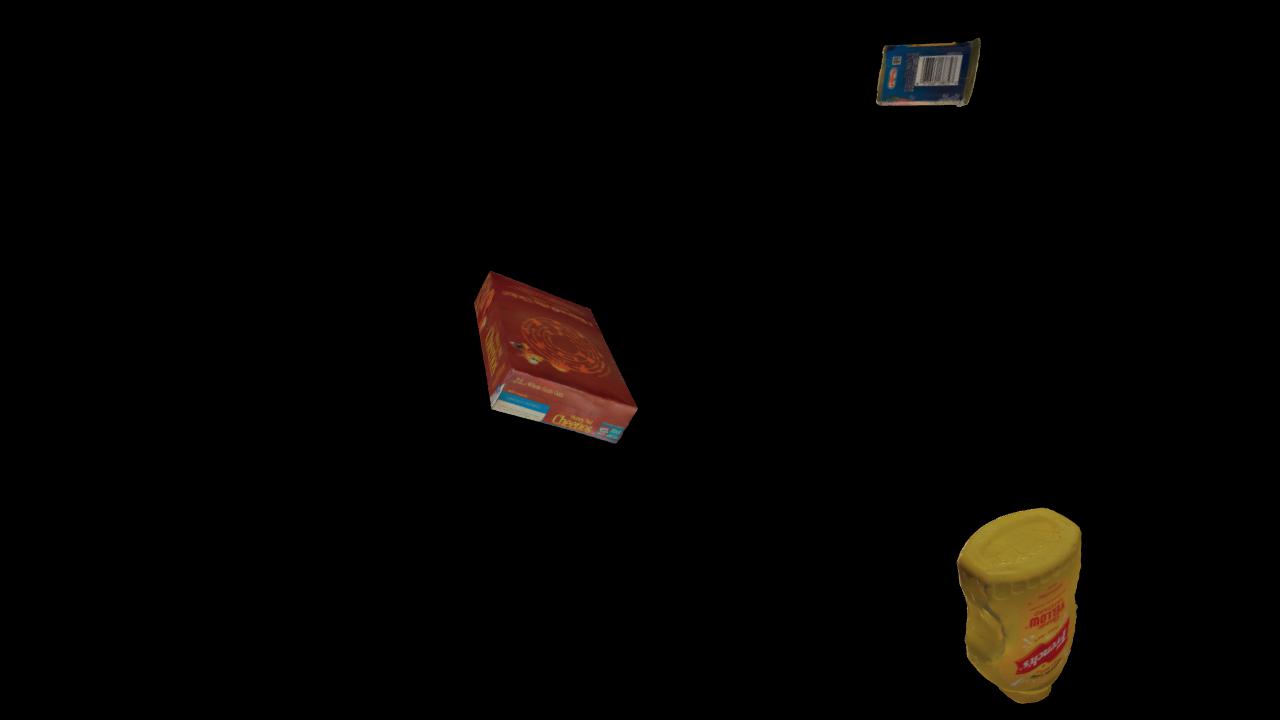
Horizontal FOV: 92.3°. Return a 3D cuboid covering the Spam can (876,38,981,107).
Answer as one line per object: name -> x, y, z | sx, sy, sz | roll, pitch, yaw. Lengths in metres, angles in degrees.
Spam can -> 0.287, -0.288, 0.622 | 0.085, 0.058, 0.101 | 8, 21, 19

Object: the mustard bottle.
mustard bottle -> 0.297, 0.207, 0.481 | 0.092, 0.184, 0.054 | -26, 27, -16

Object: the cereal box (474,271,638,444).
cereal box -> -0.143, -0.011, 0.963 | 0.203, 0.081, 0.306 | 19, 25, -30
